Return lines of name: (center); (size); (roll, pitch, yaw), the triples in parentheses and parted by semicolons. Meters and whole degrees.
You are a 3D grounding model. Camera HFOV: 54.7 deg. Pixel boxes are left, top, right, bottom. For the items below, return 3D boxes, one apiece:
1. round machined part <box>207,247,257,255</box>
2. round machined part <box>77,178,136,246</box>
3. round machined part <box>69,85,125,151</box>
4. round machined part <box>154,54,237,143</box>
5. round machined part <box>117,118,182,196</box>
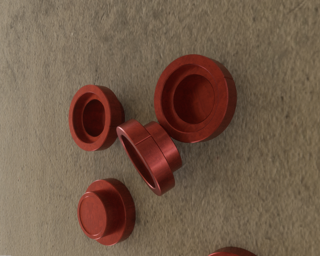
round machined part: (0.077, 0.183, 0.329); (0.098, 0.042, 0.097); (0, 90, 39)
round machined part: (-0.086, 0.126, 0.462); (0.098, 0.042, 0.097); (0, 90, 39)
round machined part: (-0.091, -0.015, 0.466); (0.098, 0.042, 0.097); (0, 90, 39)
round machined part: (0.044, -0.032, 0.356); (0.098, 0.042, 0.097); (0, 90, 39)
round machined part: (-0.009, 0.030, 0.378); (0.098, 0.042, 0.098); (52, 163, 23)
